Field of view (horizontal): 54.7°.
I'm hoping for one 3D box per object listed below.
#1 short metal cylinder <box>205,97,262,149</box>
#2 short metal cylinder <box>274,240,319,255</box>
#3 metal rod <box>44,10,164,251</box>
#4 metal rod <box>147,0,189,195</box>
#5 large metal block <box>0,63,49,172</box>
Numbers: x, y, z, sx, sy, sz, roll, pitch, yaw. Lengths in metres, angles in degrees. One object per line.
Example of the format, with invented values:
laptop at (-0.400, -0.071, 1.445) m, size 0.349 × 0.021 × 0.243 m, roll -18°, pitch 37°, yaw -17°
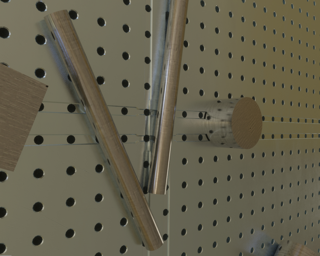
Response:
short metal cylinder at (0.118, -0.008, 0.492) m, size 0.081 × 0.050 × 0.079 m, roll 0°, pitch 90°, yaw -40°
short metal cylinder at (0.259, 0.261, 0.591) m, size 0.050 × 0.080 × 0.080 m, roll -50°, pitch 120°, yaw -28°
metal rod at (-0.057, 0.017, 0.361) m, size 0.025 × 0.025 × 0.298 m, roll -33°, pitch 110°, yaw -35°
metal rod at (0.013, -0.063, 0.419) m, size 0.025 × 0.025 × 0.298 m, roll 12°, pitch 83°, yaw -40°
large metal block at (-0.156, -0.015, 0.262) m, size 0.080 × 0.050 × 0.080 m, roll 27°, pitch 73°, yaw -37°
